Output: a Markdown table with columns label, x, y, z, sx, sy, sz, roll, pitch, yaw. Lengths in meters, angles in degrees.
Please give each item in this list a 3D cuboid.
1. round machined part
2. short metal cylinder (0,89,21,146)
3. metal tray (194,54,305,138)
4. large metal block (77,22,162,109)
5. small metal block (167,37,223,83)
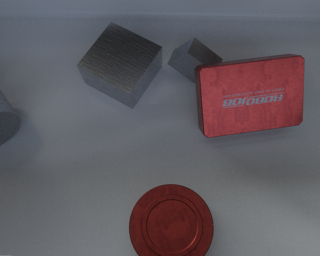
| label | x | y | z | sx | sy | sz | roll | pitch | yaw |
| --- | --- | --- | --- | --- | --- | --- | --- | --- | --- |
| round machined part | 0.013 | 0.114 | 0.359 | 0.099 | 0.042 | 0.098 | 0 | 70 | -1 |
| short metal cylinder | -0.224 | -0.011 | 0.382 | 0.080 | 0.080 | 0.050 | -36 | 74 | -12 |
| metal tray | 0.114 | -0.042 | 0.397 | 0.131 | 0.030 | 0.089 | -8 | 108 | -3 |
| large metal block | -0.052 | -0.086 | 0.427 | 0.080 | 0.050 | 0.080 | 29 | 72 | 9 |
| small metal block | 0.047 | -0.090 | 0.420 | 0.050 | 0.050 | 0.025 | 31 | 70 | -23 |
